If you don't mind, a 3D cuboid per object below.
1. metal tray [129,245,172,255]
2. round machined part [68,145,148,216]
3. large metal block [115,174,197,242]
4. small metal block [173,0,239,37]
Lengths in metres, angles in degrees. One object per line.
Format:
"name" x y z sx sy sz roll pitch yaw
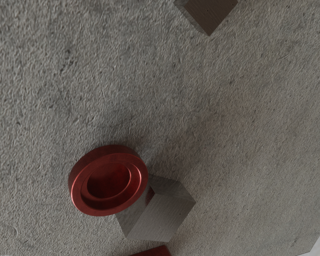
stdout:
"metal tray" -0.045 0.264 0.543 0.131 0.030 0.089 -7 122 -25
"round machined part" -0.068 0.062 0.398 0.099 0.042 0.097 -14 125 -21
"large metal block" -0.007 0.119 0.462 0.080 0.050 0.080 22 107 -37
"small metal block" 0.052 -0.142 0.349 0.050 0.025 0.050 -50 129 6
